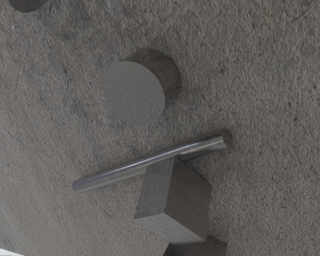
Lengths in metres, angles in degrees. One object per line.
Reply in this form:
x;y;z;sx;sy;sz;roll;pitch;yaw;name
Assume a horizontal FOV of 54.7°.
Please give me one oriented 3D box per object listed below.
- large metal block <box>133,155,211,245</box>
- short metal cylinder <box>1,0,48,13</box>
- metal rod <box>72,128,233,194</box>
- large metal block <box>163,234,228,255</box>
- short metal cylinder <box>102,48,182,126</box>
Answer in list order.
0.020;0.096;0.404;0.050;0.080;0.080;-24;127;36;large metal block
-0.159;-0.178;0.345;0.050;0.080;0.079;34;129;6;short metal cylinder
-0.032;0.058;0.459;0.299;0.025;0.025;-22;107;36;metal rod
0.048;0.203;0.471;0.080;0.080;0.050;23;127;14;large metal block
-0.021;-0.049;0.371;0.080;0.050;0.079;13;124;21;short metal cylinder
